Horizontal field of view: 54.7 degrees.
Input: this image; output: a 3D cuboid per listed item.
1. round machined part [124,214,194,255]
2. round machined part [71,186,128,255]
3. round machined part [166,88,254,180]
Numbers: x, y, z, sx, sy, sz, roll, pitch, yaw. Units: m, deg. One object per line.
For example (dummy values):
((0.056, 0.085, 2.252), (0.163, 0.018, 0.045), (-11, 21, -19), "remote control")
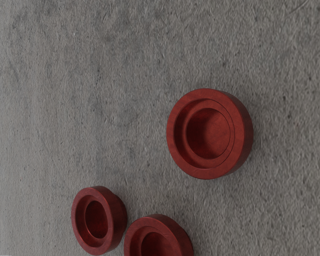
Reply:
((0.003, 0.158, 0.391), (0.098, 0.042, 0.097), (0, 90, 40), "round machined part")
((-0.087, 0.136, 0.466), (0.098, 0.042, 0.097), (0, 90, 40), "round machined part")
((0.058, 0.006, 0.346), (0.098, 0.042, 0.097), (0, 90, 40), "round machined part")
